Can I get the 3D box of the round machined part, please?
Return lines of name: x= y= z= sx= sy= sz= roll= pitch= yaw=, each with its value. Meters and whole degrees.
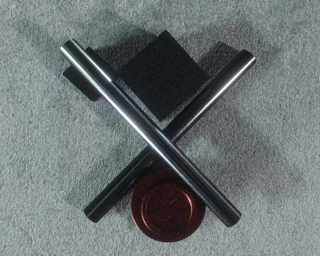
round machined part: x=0.011 y=0.101 z=0.402 sx=0.099 sy=0.042 sz=0.097 roll=0 pitch=90 yaw=-1

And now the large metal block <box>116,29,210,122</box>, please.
large metal block: x=0.004 y=-0.064 z=0.400 sx=0.080 sy=0.050 sz=0.080 roll=-42 pitch=91 yaw=0

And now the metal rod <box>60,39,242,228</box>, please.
metal rod: x=-0.011 y=0.007 z=0.385 sx=0.025 sy=0.025 sz=0.300 roll=-44 pitch=91 yaw=0

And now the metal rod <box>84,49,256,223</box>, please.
metal rod: x=0.014 y=0.010 z=0.413 sx=0.025 sy=0.025 sz=0.300 roll=45 pitch=89 yaw=-1

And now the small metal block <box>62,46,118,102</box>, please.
small metal block: x=-0.090 y=-0.071 z=0.411 sx=0.050 sy=0.025 sz=0.050 roll=43 pitch=90 yaw=-1
